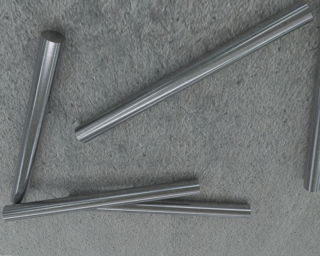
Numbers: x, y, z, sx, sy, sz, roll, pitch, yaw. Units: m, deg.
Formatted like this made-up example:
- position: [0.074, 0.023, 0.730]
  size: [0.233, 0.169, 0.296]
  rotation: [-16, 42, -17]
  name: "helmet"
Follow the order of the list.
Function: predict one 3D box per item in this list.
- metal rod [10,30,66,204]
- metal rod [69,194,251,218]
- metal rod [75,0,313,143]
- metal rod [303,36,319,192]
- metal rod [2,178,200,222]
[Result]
- position: [-0.170, 0.009, 0.412]
  size: [0.025, 0.025, 0.298]
  rotation: [18, 128, -15]
  name: "metal rod"
- position: [0.001, 0.132, 0.519]
  size: [0.302, 0.025, 0.025]
  rotation: [4, 130, -4]
  name: "metal rod"
- position: [0.021, -0.055, 0.360]
  size: [0.300, 0.025, 0.025]
  rotation: [-27, 126, 20]
  name: "metal rod"
- position: [0.206, -0.019, 0.393]
  size: [0.025, 0.025, 0.299]
  rotation: [-10, 130, 8]
  name: "metal rod"
- position: [-0.089, 0.112, 0.484]
  size: [0.302, 0.025, 0.025]
  rotation: [-8, 130, -1]
  name: "metal rod"
